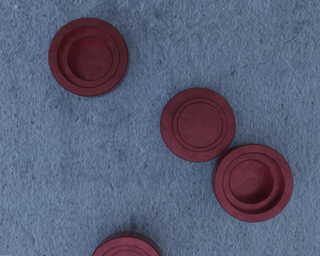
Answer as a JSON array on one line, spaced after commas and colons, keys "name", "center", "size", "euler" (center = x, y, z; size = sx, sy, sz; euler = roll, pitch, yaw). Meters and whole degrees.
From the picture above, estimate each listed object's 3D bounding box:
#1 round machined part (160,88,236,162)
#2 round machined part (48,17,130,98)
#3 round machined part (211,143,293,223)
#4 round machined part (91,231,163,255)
[{"name": "round machined part", "center": [0.049, -0.004, 0.402], "size": [0.099, 0.042, 0.097], "euler": [0, 90, 0]}, {"name": "round machined part", "center": [-0.088, -0.088, 0.401], "size": [0.099, 0.042, 0.097], "euler": [0, 90, 0]}, {"name": "round machined part", "center": [0.116, 0.068, 0.402], "size": [0.099, 0.042, 0.097], "euler": [0, 90, 0]}, {"name": "round machined part", "center": [-0.042, 0.182, 0.401], "size": [0.099, 0.042, 0.097], "euler": [0, 90, 0]}]
